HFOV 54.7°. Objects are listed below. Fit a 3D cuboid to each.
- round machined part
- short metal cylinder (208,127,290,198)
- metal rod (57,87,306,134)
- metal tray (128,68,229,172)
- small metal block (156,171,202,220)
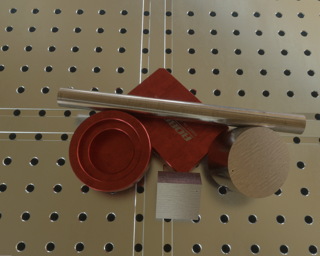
[{"bbox_3d":[-0.058,0.030,0.386,0.099,0.042,0.098,-1,76,4],"label":"round machined part"},{"bbox_3d":[0.104,0.039,0.369,0.081,0.050,0.079,0,89,-17],"label":"short metal cylinder"},{"bbox_3d":[0.025,-0.022,0.386,0.302,0.025,0.025,7,70,2],"label":"metal rod"},{"bbox_3d":[0.015,-0.008,0.413,0.090,0.030,0.130,-42,76,-14],"label":"metal tray"},{"bbox_3d":[0.021,0.080,0.368,0.050,0.025,0.050,3,113,0],"label":"small metal block"}]
